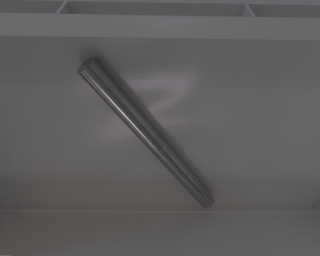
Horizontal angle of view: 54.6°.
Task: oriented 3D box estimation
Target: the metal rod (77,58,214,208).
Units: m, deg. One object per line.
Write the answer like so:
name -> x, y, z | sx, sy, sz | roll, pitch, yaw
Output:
metal rod -> -0.002, 0.025, 0.430 | 0.025, 0.025, 0.300 | -26, 126, 20
